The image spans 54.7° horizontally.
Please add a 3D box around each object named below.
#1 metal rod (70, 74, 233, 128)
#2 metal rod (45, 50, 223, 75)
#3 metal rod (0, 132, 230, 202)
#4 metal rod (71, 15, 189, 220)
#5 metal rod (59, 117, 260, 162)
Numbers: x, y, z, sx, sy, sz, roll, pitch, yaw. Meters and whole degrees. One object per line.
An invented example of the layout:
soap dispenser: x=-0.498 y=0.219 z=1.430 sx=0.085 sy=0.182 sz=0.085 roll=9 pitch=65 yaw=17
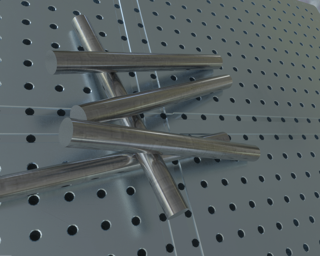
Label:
metal rod: x=0.017 y=-0.043 z=0.404 sx=0.302 sy=0.025 sz=0.025 roll=-20 pitch=72 yaw=-49
metal rod: x=-0.008 y=-0.091 z=0.427 sx=0.302 sy=0.025 sz=0.025 roll=-12 pitch=68 yaw=-45
metal rod: x=-0.034 y=0.038 z=0.367 sx=0.303 sy=0.025 sz=0.025 roll=-9 pitch=67 yaw=-33
metal rod: x=-0.047 y=-0.031 z=0.380 sx=0.025 sy=0.025 sz=0.299 roll=-12 pitch=61 yaw=-33
metal rod: x=0.030 y=0.021 z=0.360 sx=0.302 sy=0.025 sz=0.025 roll=9 pitch=56 yaw=-43
